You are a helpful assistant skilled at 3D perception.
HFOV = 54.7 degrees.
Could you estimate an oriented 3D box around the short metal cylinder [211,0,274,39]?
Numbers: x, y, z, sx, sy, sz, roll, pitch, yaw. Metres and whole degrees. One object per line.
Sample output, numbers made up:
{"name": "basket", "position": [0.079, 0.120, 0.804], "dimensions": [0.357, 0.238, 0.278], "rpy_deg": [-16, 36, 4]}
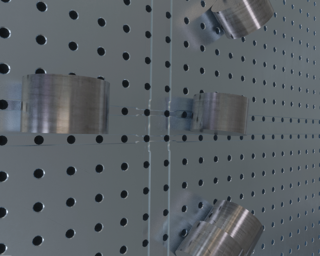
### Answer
{"name": "short metal cylinder", "position": [0.127, -0.183, 0.479], "dimensions": [0.050, 0.080, 0.080], "rpy_deg": [51, 60, -28]}

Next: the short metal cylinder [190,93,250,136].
{"name": "short metal cylinder", "position": [0.086, -0.018, 0.445], "dimensions": [0.081, 0.080, 0.050], "rpy_deg": [10, 84, -40]}

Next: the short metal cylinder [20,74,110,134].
{"name": "short metal cylinder", "position": [-0.090, -0.020, 0.298], "dimensions": [0.081, 0.080, 0.050], "rpy_deg": [2, 89, -40]}

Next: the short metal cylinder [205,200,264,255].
{"name": "short metal cylinder", "position": [0.105, 0.154, 0.461], "dimensions": [0.050, 0.080, 0.080], "rpy_deg": [-48, 119, -29]}

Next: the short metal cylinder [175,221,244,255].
{"name": "short metal cylinder", "position": [0.069, 0.176, 0.431], "dimensions": [0.050, 0.080, 0.080], "rpy_deg": [-48, 119, -29]}
